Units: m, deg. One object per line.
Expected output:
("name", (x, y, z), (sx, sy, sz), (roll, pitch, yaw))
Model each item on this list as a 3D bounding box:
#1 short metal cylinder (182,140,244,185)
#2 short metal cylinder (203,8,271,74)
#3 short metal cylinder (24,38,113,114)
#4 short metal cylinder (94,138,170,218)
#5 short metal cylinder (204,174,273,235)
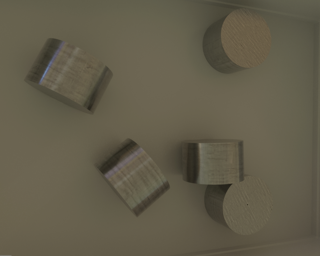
("short metal cylinder", (0.069, 0.042, 0.408), (0.081, 0.080, 0.050), (-2, 91, -20))
("short metal cylinder", (0.108, -0.121, 0.439), (0.081, 0.050, 0.079), (0, 90, -21))
("short metal cylinder", (-0.100, -0.055, 0.345), (0.080, 0.080, 0.050), (28, 81, -18))
("short metal cylinder", (-0.034, 0.059, 0.370), (0.050, 0.080, 0.080), (-39, 103, -16))
("short metal cylinder", (0.111, 0.104, 0.440), (0.081, 0.050, 0.079), (0, 90, -21))
